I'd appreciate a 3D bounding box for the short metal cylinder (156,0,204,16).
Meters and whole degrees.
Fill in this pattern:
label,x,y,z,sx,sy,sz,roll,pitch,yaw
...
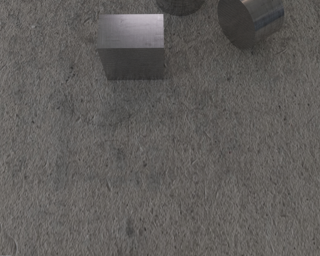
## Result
label,x,y,z,sx,sy,sz,roll,pitch,yaw
short metal cylinder,0.032,-0.221,0.476,0.081,0.050,0.080,0,70,0

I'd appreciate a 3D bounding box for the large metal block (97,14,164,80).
label,x,y,z,sx,sy,sz,roll,pitch,yaw
large metal block,-0.036,-0.106,0.417,0.081,0.080,0.050,-1,70,0

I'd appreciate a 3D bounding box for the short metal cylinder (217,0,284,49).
label,x,y,z,sx,sy,sz,roll,pitch,yaw
short metal cylinder,0.127,-0.160,0.438,0.050,0.080,0.080,-32,73,-11
